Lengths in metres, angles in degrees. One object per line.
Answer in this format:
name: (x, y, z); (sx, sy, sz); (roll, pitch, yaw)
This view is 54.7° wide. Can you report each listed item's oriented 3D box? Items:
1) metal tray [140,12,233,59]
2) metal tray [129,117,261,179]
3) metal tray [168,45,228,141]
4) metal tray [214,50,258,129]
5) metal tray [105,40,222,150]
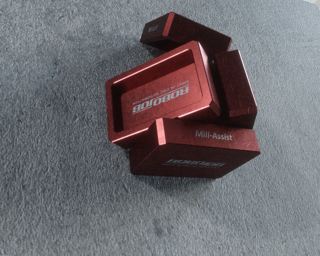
metal tray: (0.031, -0.125, 0.441); (0.091, 0.130, 0.030); (16, 96, -20)
metal tray: (0.039, 0.029, 0.368); (0.131, 0.090, 0.030); (7, 59, -25)
metal tray: (0.039, -0.041, 0.410); (0.030, 0.090, 0.130); (7, 59, -25)
metal tray: (0.094, -0.028, 0.411); (0.030, 0.130, 0.090); (-10, 63, 4)
metal tray: (-0.002, -0.037, 0.366); (0.030, 0.130, 0.090); (37, 38, -54)
